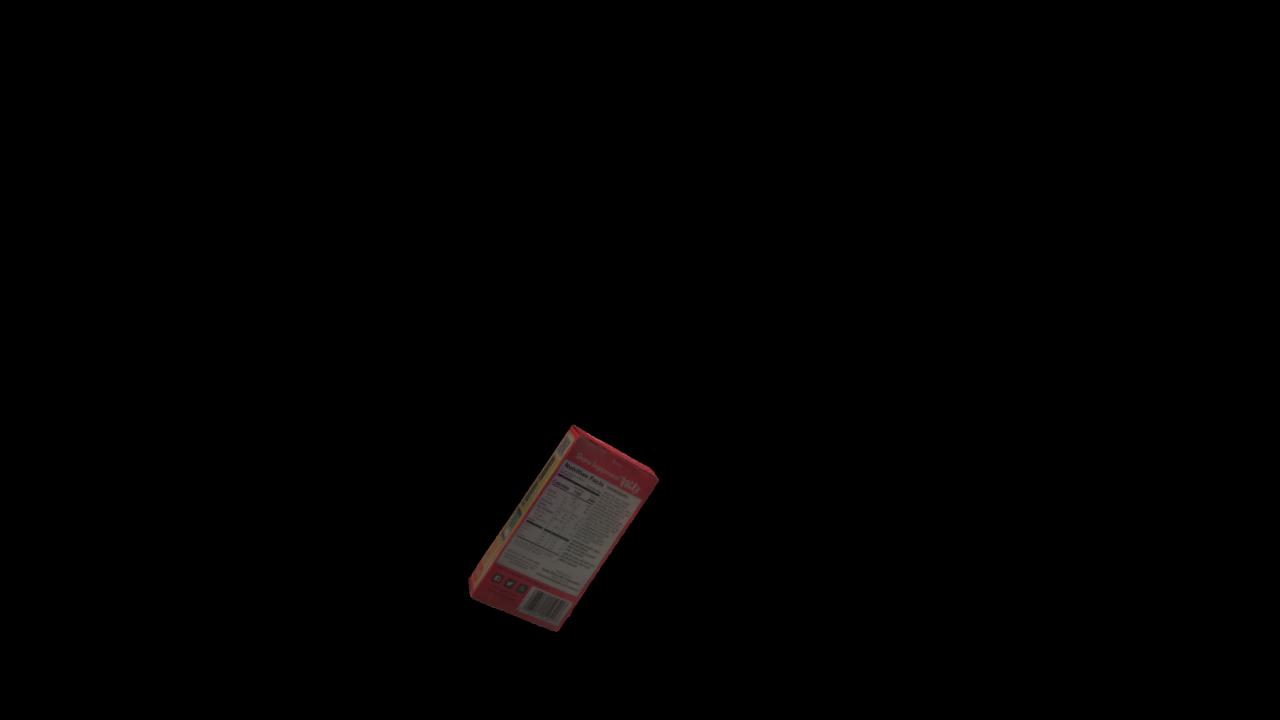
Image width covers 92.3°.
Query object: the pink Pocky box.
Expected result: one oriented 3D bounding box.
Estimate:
[{"bbox_3d":[-0.061,0.137,0.499,0.084,0.155,0.029,33,2,-24],"label":"pink Pocky box"}]
